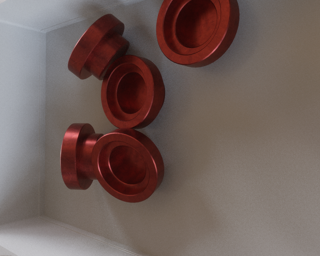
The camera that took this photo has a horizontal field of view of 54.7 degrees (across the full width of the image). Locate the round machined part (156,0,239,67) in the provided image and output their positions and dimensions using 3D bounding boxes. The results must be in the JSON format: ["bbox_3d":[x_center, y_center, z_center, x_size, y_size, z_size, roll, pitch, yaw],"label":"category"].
[{"bbox_3d":[0.046,-0.118,0.356,0.098,0.042,0.097,0,90,39],"label":"round machined part"}]

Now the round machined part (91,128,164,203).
[{"bbox_3d":[-0.038,0.046,0.411,0.098,0.042,0.097,9,112,24],"label":"round machined part"}]

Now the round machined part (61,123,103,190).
[{"bbox_3d":[-0.106,0.042,0.456,0.042,0.098,0.097,1,91,6],"label":"round machined part"}]

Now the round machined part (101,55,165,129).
[{"bbox_3d":[-0.032,-0.047,0.420,0.098,0.042,0.097,0,90,39],"label":"round machined part"}]

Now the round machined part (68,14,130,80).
[{"bbox_3d":[-0.079,-0.106,0.433,0.042,0.098,0.098,38,118,-3],"label":"round machined part"}]
